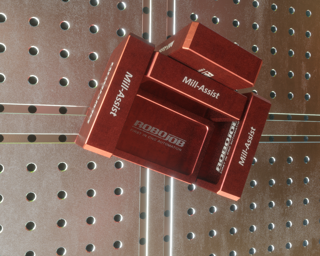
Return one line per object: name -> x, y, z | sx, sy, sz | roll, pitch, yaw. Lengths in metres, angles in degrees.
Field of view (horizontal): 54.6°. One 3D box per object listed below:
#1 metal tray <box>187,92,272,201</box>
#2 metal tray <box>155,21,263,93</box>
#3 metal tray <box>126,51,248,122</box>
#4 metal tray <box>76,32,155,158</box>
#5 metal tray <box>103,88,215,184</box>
metal tray -> 0.088, 0.021, 0.409 | 0.030, 0.090, 0.130 | 23, 83, -19
metal tray -> 0.045, -0.075, 0.372 | 0.090, 0.130, 0.030 | 24, 83, -19
metal tray -> 0.031, -0.046, 0.389 | 0.131, 0.090, 0.030 | 23, 83, -19
metal tray -> -0.055, -0.035, 0.357 | 0.030, 0.090, 0.130 | 23, 82, -19
metal tray -> 0.000, 0.011, 0.409 | 0.131, 0.030, 0.090 | 23, 82, -19
